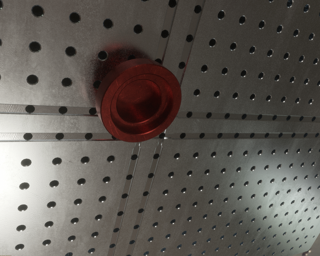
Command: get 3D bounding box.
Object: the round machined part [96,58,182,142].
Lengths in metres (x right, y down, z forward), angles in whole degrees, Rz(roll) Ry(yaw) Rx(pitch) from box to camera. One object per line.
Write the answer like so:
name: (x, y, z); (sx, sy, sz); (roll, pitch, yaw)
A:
round machined part: (-0.028, -0.035, 0.365); (0.099, 0.042, 0.097); (-14, 125, -21)
